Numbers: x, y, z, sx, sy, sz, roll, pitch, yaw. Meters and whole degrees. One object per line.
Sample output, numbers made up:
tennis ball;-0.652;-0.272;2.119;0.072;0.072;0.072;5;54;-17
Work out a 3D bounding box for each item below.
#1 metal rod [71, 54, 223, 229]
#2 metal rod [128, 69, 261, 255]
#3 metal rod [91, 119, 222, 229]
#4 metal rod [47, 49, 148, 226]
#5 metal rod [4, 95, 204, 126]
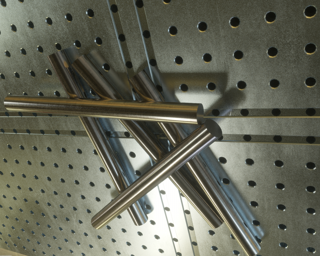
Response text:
metal rod;-0.012;0.023;0.430;0.025;0.025;0.300;-34;100;38
metal rod;0.052;0.054;0.416;0.025;0.025;0.299;-25;105;36
metal rod;-0.023;0.081;0.439;0.025;0.025;0.299;44;129;-3
metal rod;-0.087;0.027;0.471;0.025;0.025;0.299;-10;114;32
metal rod;-0.091;-0.027;0.408;0.301;0.025;0.025;5;121;25
